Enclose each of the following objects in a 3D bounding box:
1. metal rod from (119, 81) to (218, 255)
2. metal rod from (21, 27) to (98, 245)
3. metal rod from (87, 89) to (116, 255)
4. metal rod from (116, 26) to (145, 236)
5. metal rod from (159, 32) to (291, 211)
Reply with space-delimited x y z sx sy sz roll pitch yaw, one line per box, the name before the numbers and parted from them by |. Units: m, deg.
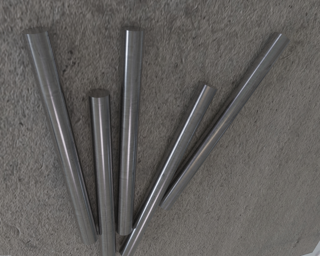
metal rod | 0.005 0.072 0.453 0.025 0.025 0.298 12 112 -34
metal rod | -0.109 0.034 0.368 0.025 0.025 0.298 -16 125 -19
metal rod | -0.075 0.089 0.420 0.025 0.025 0.298 -11 123 -23
metal rod | -0.041 0.025 0.399 0.025 0.025 0.298 -9 122 -24
metal rod | 0.086 -0.002 0.452 0.025 0.025 0.299 24 105 -37
